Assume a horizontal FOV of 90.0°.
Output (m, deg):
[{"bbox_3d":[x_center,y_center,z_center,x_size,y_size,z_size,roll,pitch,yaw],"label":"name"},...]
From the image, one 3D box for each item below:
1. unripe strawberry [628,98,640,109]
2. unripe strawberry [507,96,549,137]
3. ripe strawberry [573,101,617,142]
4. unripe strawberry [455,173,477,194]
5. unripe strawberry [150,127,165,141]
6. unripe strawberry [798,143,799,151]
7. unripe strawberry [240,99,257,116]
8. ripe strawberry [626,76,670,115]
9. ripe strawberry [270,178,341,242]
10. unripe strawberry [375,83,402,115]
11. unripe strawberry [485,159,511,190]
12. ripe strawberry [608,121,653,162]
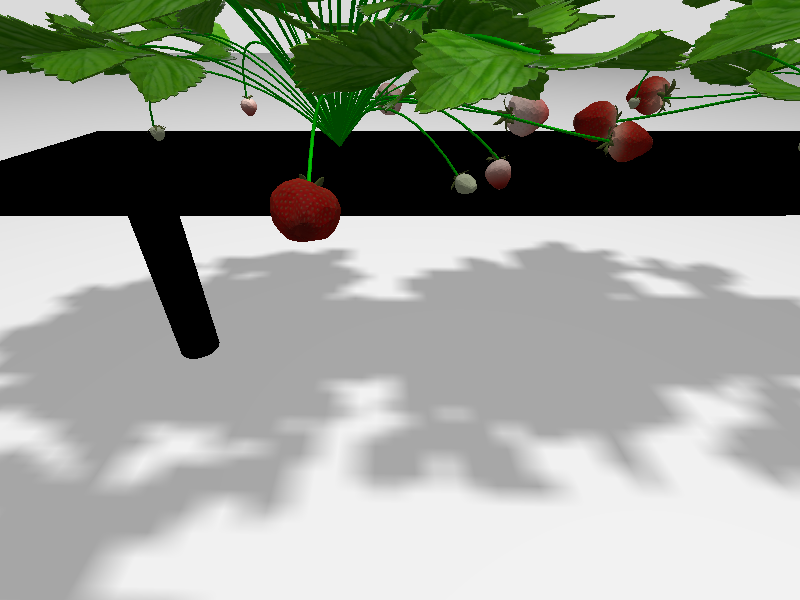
[{"bbox_3d":[0.258,-0.217,0.443,0.011,0.011,0.011,28,42,36],"label":"unripe strawberry"},{"bbox_3d":[0.117,-0.170,0.365,0.039,0.038,0.036,-8,34,-14],"label":"unripe strawberry"},{"bbox_3d":[0.166,-0.153,0.345,0.033,0.033,0.031,3,33,5],"label":"ripe strawberry"},{"bbox_3d":[0.037,-0.065,0.225,0.013,0.011,0.013,-21,50,-29],"label":"unripe strawberry"},{"bbox_3d":[-0.202,-0.139,0.334,0.012,0.011,0.010,1,33,2],"label":"unripe strawberry"},{"bbox_3d":[0.309,-0.118,0.303,0.014,0.015,0.013,-12,35,-16],"label":"unripe strawberry"},{"bbox_3d":[-0.176,-0.224,0.466,0.018,0.019,0.019,-23,39,-31],"label":"unripe strawberry"},{"bbox_3d":[0.282,-0.233,0.456,0.044,0.039,0.040,-22,39,-30],"label":"ripe strawberry"},{"bbox_3d":[-0.040,-0.036,0.167,0.029,0.025,0.029,-2,41,-3],"label":"ripe strawberry"},{"bbox_3d":[-0.011,-0.235,0.468,0.032,0.034,0.035,7,33,11],"label":"unripe strawberry"},{"bbox_3d":[0.059,-0.075,0.237,0.017,0.017,0.015,-28,25,-36],"label":"unripe strawberry"},{"bbox_3d":[0.165,-0.112,0.286,0.028,0.027,0.026,8,34,10],"label":"ripe strawberry"}]
